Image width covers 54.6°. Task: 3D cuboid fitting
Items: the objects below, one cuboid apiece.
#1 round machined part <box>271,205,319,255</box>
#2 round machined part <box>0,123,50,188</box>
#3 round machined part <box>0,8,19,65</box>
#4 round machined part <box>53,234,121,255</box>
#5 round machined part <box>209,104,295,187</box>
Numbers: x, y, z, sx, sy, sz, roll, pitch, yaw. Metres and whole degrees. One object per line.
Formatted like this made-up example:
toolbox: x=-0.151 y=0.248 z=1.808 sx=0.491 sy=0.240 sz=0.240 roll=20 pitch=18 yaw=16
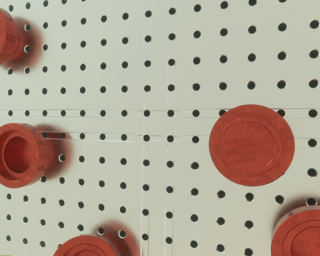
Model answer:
round machined part: x=0.175 y=0.134 z=0.342 sx=0.098 sy=0.042 sz=0.097 roll=0 pitch=90 yaw=20
round machined part: x=-0.212 y=0.041 z=0.479 sx=0.098 sy=0.042 sz=0.097 roll=0 pitch=90 yaw=20
round machined part: x=-0.269 y=-0.146 z=0.500 sx=0.098 sy=0.042 sz=0.097 roll=0 pitch=90 yaw=20
round machined part: x=-0.099 y=0.197 z=0.428 sx=0.098 sy=0.042 sz=0.098 roll=-1 pitch=77 yaw=3
round machined part: x=0.106 y=0.021 z=0.366 sx=0.098 sy=0.042 sz=0.097 roll=0 pitch=90 yaw=20
